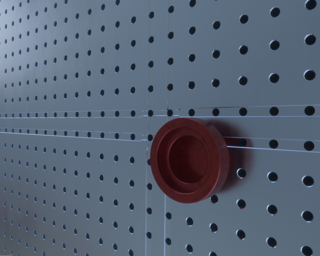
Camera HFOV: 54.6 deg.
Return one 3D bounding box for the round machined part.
[{"bbox_3d":[0.038,0.037,0.367,0.098,0.042,0.097,0,90,40],"label":"round machined part"}]
